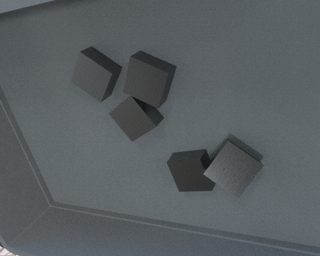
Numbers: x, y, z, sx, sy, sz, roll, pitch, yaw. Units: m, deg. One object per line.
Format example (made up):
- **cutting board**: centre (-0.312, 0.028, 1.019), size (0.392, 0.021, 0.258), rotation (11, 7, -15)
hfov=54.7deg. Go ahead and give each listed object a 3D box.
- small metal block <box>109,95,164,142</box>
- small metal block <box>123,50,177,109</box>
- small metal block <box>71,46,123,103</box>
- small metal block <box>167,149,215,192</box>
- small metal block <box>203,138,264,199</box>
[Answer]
- **small metal block**: centre (-0.032, -0.016, 0.415), size (0.050, 0.025, 0.050), rotation (-32, 101, 38)
- **small metal block**: centre (-0.013, -0.059, 0.379), size (0.050, 0.025, 0.050), rotation (26, 128, 12)
- **small metal block**: centre (-0.084, -0.071, 0.410), size (0.050, 0.025, 0.050), rotation (35, 129, 5)
- **small metal block**: centre (0.044, 0.059, 0.422), size (0.050, 0.025, 0.050), rotation (-10, 114, 32)
- **small metal block**: centre (0.088, 0.049, 0.378), size (0.050, 0.025, 0.050), rotation (35, 98, 4)
